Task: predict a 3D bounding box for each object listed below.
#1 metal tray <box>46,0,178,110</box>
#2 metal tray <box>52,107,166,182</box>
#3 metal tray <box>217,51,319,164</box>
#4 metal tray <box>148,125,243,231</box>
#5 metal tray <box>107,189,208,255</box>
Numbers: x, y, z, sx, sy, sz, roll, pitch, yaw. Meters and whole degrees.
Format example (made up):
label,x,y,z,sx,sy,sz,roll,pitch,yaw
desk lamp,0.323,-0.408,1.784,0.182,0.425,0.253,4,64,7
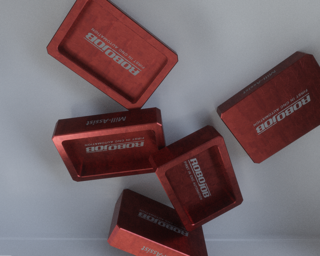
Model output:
label,x,y,z,sx,sy,sz,roll,pitch,yaw
metal tray,-0.055,-0.091,0.374,0.130,0.030,0.090,35,106,-13
metal tray,-0.059,0.024,0.399,0.131,0.030,0.089,-7,133,2
metal tray,0.153,-0.025,0.402,0.130,0.030,0.090,-36,107,12
metal tray,0.051,0.070,0.407,0.090,0.030,0.129,-27,124,-4
metal tray,-0.001,0.143,0.429,0.131,0.090,0.030,25,108,-10
